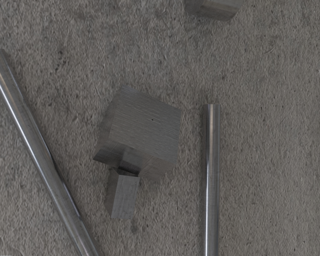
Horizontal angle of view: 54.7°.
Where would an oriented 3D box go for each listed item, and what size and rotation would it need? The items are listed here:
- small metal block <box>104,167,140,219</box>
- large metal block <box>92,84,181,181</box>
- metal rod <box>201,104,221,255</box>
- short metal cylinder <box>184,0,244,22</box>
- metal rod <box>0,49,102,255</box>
[{"bbox_3d":[-0.047,0.077,0.377,0.025,0.050,0.050,11,91,-20],"label":"small metal block"},{"bbox_3d":[-0.025,0.006,0.368,0.080,0.050,0.080,23,50,-19],"label":"large metal block"},{"bbox_3d":[0.071,0.116,0.435,0.025,0.025,0.298,1,90,-20],"label":"metal rod"},{"bbox_3d":[0.072,-0.186,0.406,0.050,0.080,0.080,5,89,-20],"label":"short metal cylinder"},{"bbox_3d":[-0.127,0.054,0.362,0.025,0.025,0.299,-25,99,-18],"label":"metal rod"}]
